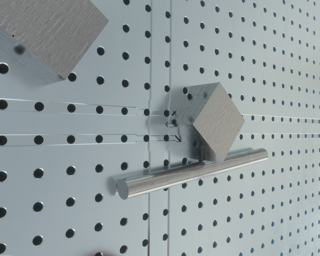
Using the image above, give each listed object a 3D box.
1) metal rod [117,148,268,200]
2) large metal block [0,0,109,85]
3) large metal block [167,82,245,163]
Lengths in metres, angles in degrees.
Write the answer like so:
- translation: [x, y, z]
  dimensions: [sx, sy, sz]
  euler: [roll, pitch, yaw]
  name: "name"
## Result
- translation: [0.071, 0.061, 0.468]
  dimensions: [0.302, 0.025, 0.025]
  euler: [-6, 94, -40]
  name: "metal rod"
- translation: [-0.111, -0.100, 0.300]
  dimensions: [0.080, 0.050, 0.080]
  euler: [43, 64, -32]
  name: "large metal block"
- translation: [0.069, -0.008, 0.451]
  dimensions: [0.080, 0.050, 0.080]
  euler: [50, 61, -29]
  name: "large metal block"
